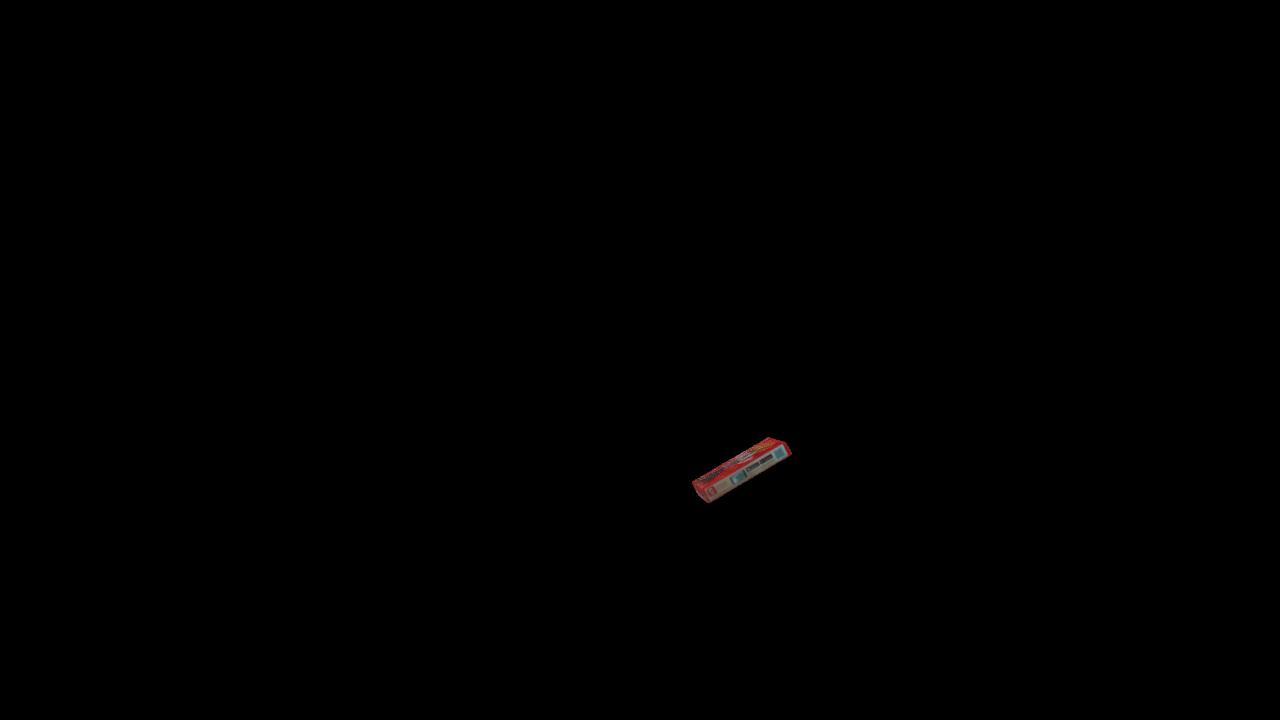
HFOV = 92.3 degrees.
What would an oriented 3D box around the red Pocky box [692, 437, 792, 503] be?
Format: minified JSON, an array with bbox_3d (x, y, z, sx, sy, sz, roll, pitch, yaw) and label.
[{"bbox_3d":[0.160,0.174,0.985,0.155,0.028,0.083,-29,0,-7],"label":"red Pocky box"}]
